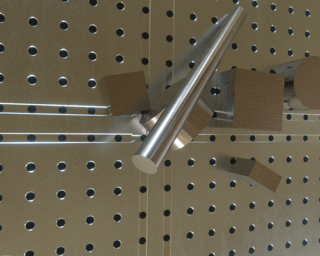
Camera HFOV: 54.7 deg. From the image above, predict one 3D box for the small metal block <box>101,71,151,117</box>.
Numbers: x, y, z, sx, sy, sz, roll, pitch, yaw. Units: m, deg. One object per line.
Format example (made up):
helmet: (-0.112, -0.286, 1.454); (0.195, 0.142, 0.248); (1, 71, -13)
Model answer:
small metal block: (-0.043, -0.043, 0.396); (0.050, 0.025, 0.050); (-12, 94, -20)

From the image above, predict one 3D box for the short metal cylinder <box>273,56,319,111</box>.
short metal cylinder: (0.221, -0.067, 0.480); (0.081, 0.050, 0.080); (0, 90, -20)

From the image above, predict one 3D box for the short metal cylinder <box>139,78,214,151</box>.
short metal cylinder: (0.021, -0.017, 0.391); (0.050, 0.080, 0.080); (45, 76, -15)

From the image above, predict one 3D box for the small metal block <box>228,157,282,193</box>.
small metal block: (0.137, 0.067, 0.450); (0.050, 0.050, 0.025); (31, 80, -18)

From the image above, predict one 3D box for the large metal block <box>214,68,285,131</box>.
large metal block: (0.128, -0.038, 0.446); (0.081, 0.050, 0.080); (4, 89, -20)

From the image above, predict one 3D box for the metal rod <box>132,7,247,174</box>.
metal rod: (0.051, -0.067, 0.365); (0.025, 0.025, 0.301); (45, 51, -15)
